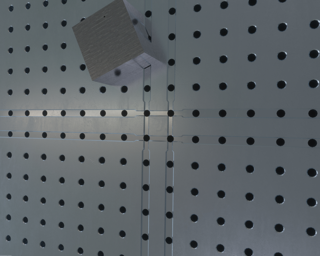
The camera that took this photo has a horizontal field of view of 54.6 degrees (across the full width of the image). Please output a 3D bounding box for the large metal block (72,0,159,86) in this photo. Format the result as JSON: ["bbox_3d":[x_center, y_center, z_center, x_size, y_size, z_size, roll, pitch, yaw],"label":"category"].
[{"bbox_3d":[-0.060,-0.114,0.421,0.080,0.050,0.080,-24,82,18],"label":"large metal block"}]
